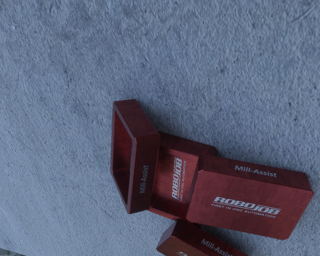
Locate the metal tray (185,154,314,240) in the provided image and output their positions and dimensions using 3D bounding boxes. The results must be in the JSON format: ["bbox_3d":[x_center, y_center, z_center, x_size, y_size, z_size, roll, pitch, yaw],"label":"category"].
[{"bbox_3d":[0.104,0.086,0.379,0.131,0.030,0.089,11,124,2],"label":"metal tray"}]

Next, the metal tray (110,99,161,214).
[{"bbox_3d":[-0.038,0.038,0.413,0.090,0.030,0.129,-125,35,-46],"label":"metal tray"}]

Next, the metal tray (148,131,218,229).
[{"bbox_3d":[0.025,0.075,0.436,0.090,0.030,0.129,15,125,19],"label":"metal tray"}]

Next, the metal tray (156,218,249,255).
[{"bbox_3d":[0.067,0.191,0.464,0.130,0.030,0.089,29,143,2],"label":"metal tray"}]
